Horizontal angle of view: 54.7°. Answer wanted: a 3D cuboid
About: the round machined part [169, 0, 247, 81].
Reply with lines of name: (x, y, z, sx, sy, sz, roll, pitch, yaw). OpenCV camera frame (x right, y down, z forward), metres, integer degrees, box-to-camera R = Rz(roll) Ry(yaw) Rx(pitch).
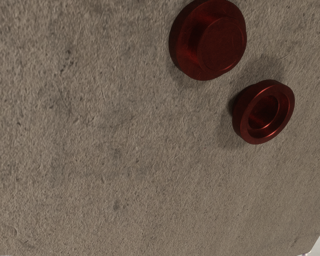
round machined part: (0.064, -0.102, 0.369, 0.099, 0.042, 0.097, -14, 125, -21)

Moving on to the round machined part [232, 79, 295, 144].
round machined part: (0.148, -0.027, 0.462, 0.099, 0.042, 0.097, -14, 125, -21)
